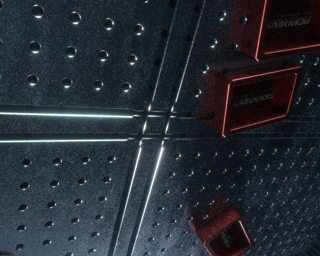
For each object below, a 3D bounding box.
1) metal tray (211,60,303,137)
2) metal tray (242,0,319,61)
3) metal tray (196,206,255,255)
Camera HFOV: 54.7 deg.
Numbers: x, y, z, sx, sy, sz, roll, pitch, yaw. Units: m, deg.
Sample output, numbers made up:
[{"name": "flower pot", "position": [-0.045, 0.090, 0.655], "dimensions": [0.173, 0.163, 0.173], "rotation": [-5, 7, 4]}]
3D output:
[{"name": "metal tray", "position": [0.143, -0.045, 0.460], "dimensions": [0.131, 0.030, 0.089], "rotation": [-14, 124, -21]}, {"name": "metal tray", "position": [0.178, -0.145, 0.417], "dimensions": [0.131, 0.030, 0.089], "rotation": [-13, 124, -22]}, {"name": "metal tray", "position": [0.134, 0.222, 0.621], "dimensions": [0.090, 0.030, 0.130], "rotation": [-35, 129, -6]}]
